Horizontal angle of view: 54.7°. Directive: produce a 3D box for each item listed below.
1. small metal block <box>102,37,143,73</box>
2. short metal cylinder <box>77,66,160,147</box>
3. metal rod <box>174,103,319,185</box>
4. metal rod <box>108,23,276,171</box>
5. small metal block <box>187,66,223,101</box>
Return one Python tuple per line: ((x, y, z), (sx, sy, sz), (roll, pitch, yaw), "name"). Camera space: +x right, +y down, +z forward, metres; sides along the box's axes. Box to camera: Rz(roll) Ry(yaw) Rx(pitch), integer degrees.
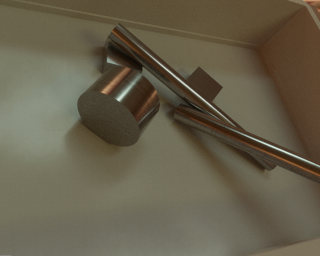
((-0.053, -0.098, 0.438), (0.050, 0.025, 0.050), (11, 57, -23), "small metal block")
((-0.047, -0.024, 0.361), (0.080, 0.080, 0.050), (37, 51, -4), "short metal cylinder")
((0.156, 0.037, 0.393), (0.301, 0.025, 0.025), (25, 48, 17), "metal rod")
((0.054, -0.038, 0.440), (0.301, 0.025, 0.025), (39, 51, -10), "metal rod")
((0.062, -0.060, 0.477), (0.050, 0.025, 0.050), (41, 51, 0), "small metal block")
